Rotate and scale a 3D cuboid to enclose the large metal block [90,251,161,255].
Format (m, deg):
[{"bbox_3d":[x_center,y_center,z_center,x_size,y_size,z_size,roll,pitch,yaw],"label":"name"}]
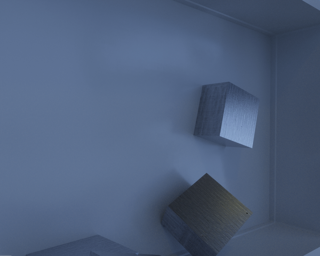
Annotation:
[{"bbox_3d":[-0.010,0.140,0.257,0.080,0.080,0.050,22,74,-37],"label":"large metal block"}]

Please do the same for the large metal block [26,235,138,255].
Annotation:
[{"bbox_3d":[-0.076,0.149,0.305,0.081,0.080,0.050,-2,88,-40],"label":"large metal block"}]

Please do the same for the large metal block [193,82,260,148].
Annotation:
[{"bbox_3d":[0.104,-0.018,0.477,0.080,0.050,0.080,19,78,-39],"label":"large metal block"}]

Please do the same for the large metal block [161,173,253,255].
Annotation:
[{"bbox_3d":[0.061,0.121,0.414,0.081,0.080,0.050,-32,152,-35],"label":"large metal block"}]
